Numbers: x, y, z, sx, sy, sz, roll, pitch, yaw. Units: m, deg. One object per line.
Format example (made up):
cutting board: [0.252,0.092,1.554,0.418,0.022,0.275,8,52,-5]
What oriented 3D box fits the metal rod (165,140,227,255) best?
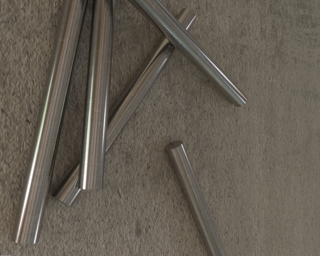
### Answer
metal rod: [0.073,0.155,0.468,0.025,0.025,0.299,-35,112,-35]

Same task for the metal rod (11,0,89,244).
metal rod: [-0.106,-0.038,0.317,0.025,0.025,0.298,16,80,-39]

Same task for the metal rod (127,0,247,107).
metal rod: [0.045,-0.102,0.414,0.301,0.025,0.025,32,70,-45]

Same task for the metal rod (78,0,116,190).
metal rod: [-0.064,-0.086,0.334,0.025,0.025,0.298,10,78,-40]

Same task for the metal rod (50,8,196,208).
metal rod: [-0.031,-0.042,0.380,0.025,0.025,0.300,46,62,-31]
